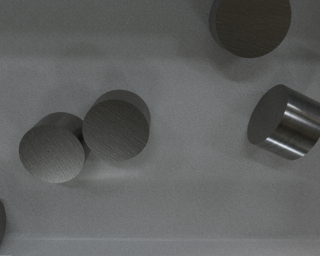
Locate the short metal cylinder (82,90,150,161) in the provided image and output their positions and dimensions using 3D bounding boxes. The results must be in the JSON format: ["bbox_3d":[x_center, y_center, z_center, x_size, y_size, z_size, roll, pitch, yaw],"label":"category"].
[{"bbox_3d":[-0.053,-0.004,0.396,0.081,0.050,0.079,0,110,0],"label":"short metal cylinder"}]

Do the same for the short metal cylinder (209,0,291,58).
[{"bbox_3d":[0.100,-0.123,0.353,0.081,0.050,0.079,0,110,0],"label":"short metal cylinder"}]

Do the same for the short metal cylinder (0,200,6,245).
[{"bbox_3d":[-0.260,0.138,0.431,0.050,0.080,0.079,-2,110,1],"label":"short metal cylinder"}]

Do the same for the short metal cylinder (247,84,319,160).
[{"bbox_3d":[0.152,-0.007,0.381,0.050,0.080,0.080,24,108,-9],"label":"short metal cylinder"}]

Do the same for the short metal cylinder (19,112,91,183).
[{"bbox_3d":[-0.133,0.025,0.406,0.081,0.050,0.079,0,110,0],"label":"short metal cylinder"}]
